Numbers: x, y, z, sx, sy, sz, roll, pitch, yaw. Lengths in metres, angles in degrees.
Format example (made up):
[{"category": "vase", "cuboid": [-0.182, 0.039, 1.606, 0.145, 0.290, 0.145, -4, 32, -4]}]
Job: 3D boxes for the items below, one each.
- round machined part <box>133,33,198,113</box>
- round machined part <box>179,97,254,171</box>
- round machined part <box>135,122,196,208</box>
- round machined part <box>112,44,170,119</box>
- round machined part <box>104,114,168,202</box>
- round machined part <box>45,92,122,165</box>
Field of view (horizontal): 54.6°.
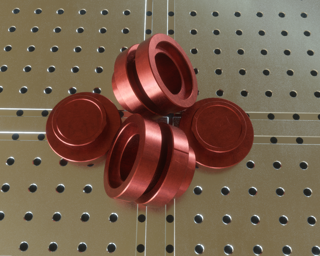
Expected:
[{"category": "round machined part", "cuboid": [0.003, -0.064, 0.390, 0.042, 0.099, 0.098, -21, 65, 35]}, {"category": "round machined part", "cuboid": [0.073, 0.004, 0.402, 0.099, 0.042, 0.098, 0, 70, 0]}, {"category": "round machined part", "cuboid": [0.005, 0.046, 0.366, 0.042, 0.098, 0.098, 21, 68, -26]}, {"category": "round machined part", "cuboid": [-0.024, -0.056, 0.405, 0.042, 0.099, 0.098, -21, 65, 35]}, {"category": "round machined part", "cuboid": [-0.024, 0.036, 0.355, 0.042, 0.098, 0.098, 21, 68, -27]}, {"category": "round machined part", "cuboid": [-0.100, -0.004, 0.403, 0.099, 0.042, 0.098, 0, 70, 0]}]
